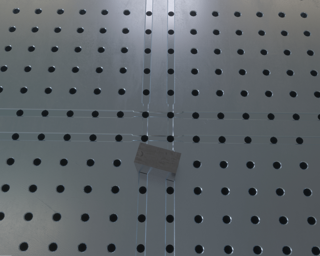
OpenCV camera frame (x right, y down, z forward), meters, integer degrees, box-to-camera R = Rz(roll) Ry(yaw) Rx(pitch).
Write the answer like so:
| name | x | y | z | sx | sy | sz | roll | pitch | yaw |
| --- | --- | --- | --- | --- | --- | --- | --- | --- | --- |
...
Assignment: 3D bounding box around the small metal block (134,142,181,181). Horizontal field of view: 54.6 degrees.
| name | x | y | z | sx | sy | sz | roll | pitch | yaw |
| --- | --- | --- | --- | --- | --- | --- | --- | --- | --- |
| small metal block | -0.003 | 0.043 | 0.383 | 0.050 | 0.050 | 0.025 | 15 | 71 | 5 |
